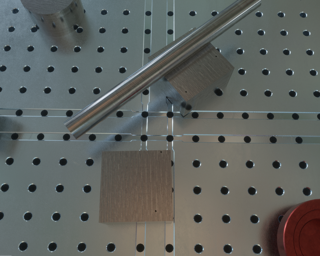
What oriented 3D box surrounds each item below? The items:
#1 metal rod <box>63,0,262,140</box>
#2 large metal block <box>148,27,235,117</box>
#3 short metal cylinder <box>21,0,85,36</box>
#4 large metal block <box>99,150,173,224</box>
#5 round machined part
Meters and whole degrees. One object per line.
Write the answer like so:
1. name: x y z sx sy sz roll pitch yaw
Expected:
1. metal rod: 0.013 -0.086 0.389 0.301 0.025 0.025 -38 75 -13
2. large metal block: 0.040 -0.077 0.427 0.080 0.050 0.080 -36 74 -12
3. short metal cylinder: -0.160 -0.186 0.465 0.081 0.050 0.080 0 70 0
4. large metal block: -0.027 0.072 0.372 0.081 0.050 0.080 -1 70 -1
5. round machined part: 0.183 0.133 0.355 0.099 0.042 0.098 0 70 0
